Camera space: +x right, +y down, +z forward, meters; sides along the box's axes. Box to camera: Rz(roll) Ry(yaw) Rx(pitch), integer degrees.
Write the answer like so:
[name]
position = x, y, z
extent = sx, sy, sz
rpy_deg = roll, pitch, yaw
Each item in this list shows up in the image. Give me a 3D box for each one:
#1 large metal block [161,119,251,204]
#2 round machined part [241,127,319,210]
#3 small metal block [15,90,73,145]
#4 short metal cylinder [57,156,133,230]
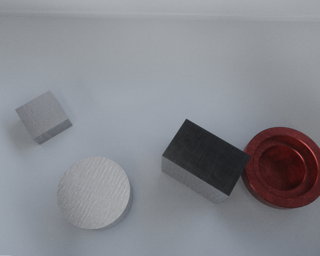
[large metal block]
position = 0.049, 0.043, 0.365
extent = 0.080, 0.080, 0.050
rpy_deg = 31, 73, 10
[round machined part]
position = 0.148, 0.051, 0.384
extent = 0.099, 0.042, 0.098
rpy_deg = 0, 70, -1
[small metal block]
position = -0.154, -0.014, 0.413
extent = 0.050, 0.025, 0.050
rpy_deg = -33, 74, -12
[short metal cylinder]
position = -0.074, 0.079, 0.367
extent = 0.081, 0.050, 0.080
rpy_deg = 0, 70, 0
